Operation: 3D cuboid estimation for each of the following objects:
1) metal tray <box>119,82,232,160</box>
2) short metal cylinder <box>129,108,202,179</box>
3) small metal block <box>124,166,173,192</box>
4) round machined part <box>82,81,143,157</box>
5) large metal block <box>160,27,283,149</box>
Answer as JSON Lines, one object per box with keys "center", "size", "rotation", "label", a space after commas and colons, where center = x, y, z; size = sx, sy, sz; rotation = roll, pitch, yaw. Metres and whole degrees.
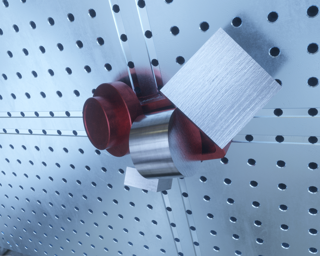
{"center": [0.014, 0.001, 0.398], "size": [0.130, 0.030, 0.090], "rotation": [-12, 113, 33], "label": "metal tray"}
{"center": [0.009, 0.019, 0.362], "size": [0.050, 0.080, 0.080], "rotation": [-10, 114, 31], "label": "short metal cylinder"}
{"center": [-0.015, 0.071, 0.439], "size": [0.050, 0.050, 0.025], "rotation": [8, 88, 25], "label": "small metal block"}
{"center": [-0.065, -0.009, 0.400], "size": [0.098, 0.042, 0.097], "rotation": [21, 119, 46], "label": "round machined part"}
{"center": [0.057, -0.038, 0.311], "size": [0.080, 0.050, 0.080], "rotation": [43, 92, -3], "label": "large metal block"}
